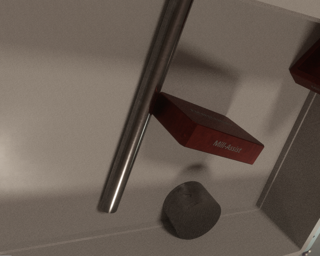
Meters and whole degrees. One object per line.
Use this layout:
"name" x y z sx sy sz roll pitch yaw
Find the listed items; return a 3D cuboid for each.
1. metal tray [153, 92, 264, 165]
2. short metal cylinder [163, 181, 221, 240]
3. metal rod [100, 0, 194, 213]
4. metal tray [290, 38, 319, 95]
"metal tray" 0.062 0.001 0.402 0.131 0.090 0.030 17 110 -35
"short metal cylinder" 0.052 0.134 0.506 0.081 0.050 0.079 -14 125 -21
"metal rod" -0.023 -0.017 0.386 0.025 0.025 0.298 7 115 -32
"metal tray" 0.265 -0.083 0.438 0.090 0.130 0.030 -46 130 4
